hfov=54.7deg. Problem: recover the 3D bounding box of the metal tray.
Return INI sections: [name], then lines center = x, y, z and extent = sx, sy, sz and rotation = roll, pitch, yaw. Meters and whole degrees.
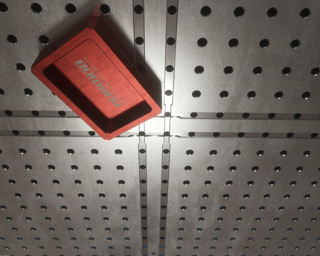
[metal tray]
center = -0.069, -0.051, 0.364
extent = 0.090, 0.030, 0.130
rotation = -27, 126, 21
